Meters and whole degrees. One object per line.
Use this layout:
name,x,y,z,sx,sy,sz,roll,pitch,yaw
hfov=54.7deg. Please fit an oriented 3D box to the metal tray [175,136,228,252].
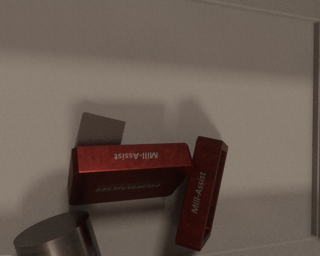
metal tray,0.057,0.080,0.398,0.030,0.090,0.129,11,85,18

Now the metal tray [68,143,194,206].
metal tray,-0.037,0.055,0.362,0.131,0.089,0.030,-1,56,-21

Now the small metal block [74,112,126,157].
small metal block,-0.075,0.011,0.384,0.050,0.025,0.050,14,85,-20

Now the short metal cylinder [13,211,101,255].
short metal cylinder,-0.111,0.132,0.341,0.081,0.080,0.050,-17,96,-20
